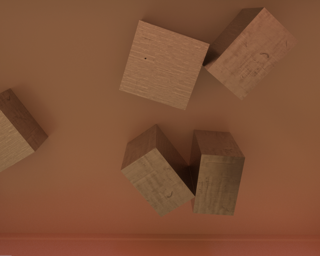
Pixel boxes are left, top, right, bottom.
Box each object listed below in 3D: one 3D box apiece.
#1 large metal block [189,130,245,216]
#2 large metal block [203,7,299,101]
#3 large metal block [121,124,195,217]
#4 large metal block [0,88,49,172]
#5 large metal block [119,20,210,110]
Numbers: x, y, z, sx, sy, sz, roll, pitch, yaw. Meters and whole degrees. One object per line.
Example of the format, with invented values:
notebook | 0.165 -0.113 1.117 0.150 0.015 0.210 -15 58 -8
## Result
large metal block | 0.069 0.055 0.403 0.050 0.080 0.079 4 110 -2
large metal block | 0.094 -0.087 0.351 0.050 0.080 0.080 38 105 -13
large metal block | -0.002 0.052 0.401 0.050 0.080 0.080 -34 107 11
large metal block | -0.209 0.008 0.398 0.080 0.050 0.080 -29 108 10
large metal block | 0.004 -0.076 0.370 0.080 0.050 0.079 17 109 -7
